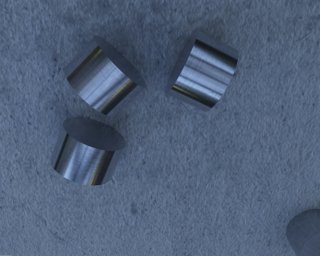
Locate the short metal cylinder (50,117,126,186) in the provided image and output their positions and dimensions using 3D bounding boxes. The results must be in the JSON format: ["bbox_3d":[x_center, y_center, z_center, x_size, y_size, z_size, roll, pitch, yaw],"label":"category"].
[{"bbox_3d":[-0.090,0.028,0.389,0.080,0.080,0.050,22,109,-8],"label":"short metal cylinder"}]

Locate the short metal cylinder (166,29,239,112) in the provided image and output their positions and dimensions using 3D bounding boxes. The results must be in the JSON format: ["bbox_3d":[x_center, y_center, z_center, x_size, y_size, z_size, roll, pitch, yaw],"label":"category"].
[{"bbox_3d":[0.046,-0.065,0.357,0.050,0.080,0.080,24,108,-9],"label":"short metal cylinder"}]

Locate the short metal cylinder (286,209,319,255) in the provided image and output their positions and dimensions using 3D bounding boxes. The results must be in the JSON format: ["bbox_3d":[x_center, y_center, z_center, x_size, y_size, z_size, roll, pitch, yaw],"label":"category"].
[{"bbox_3d":[0.238,0.169,0.462,0.081,0.050,0.079,0,110,-1],"label":"short metal cylinder"}]

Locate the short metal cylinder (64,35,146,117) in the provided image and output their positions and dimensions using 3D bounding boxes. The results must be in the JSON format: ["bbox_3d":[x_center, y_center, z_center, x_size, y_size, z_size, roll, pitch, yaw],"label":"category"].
[{"bbox_3d":[-0.062,-0.059,0.358,0.050,0.080,0.080,-42,105,14],"label":"short metal cylinder"}]
